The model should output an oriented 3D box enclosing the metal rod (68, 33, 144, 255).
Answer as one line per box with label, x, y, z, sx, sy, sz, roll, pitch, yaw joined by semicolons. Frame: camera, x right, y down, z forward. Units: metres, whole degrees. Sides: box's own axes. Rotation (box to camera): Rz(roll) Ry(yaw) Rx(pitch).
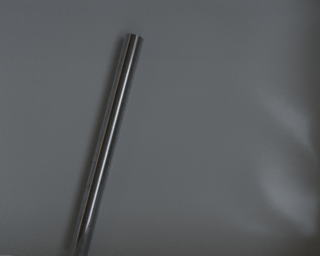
metal rod;-0.071;0.024;0.410;0.025;0.025;0.298;15;90;-1
